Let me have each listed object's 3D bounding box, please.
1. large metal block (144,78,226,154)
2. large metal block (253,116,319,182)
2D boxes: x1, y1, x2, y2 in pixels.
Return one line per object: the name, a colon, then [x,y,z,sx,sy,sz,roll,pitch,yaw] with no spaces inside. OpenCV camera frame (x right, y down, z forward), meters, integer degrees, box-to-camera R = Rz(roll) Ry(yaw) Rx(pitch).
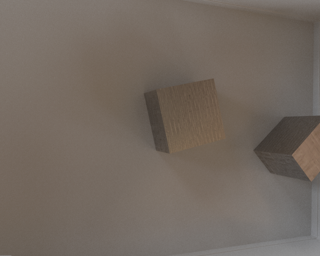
large metal block: [0.032,-0.016,0.410,0.081,0.050,0.080,-14,95,-20]
large metal block: [0.202,0.027,0.458,0.080,0.080,0.050,-43,104,-15]
